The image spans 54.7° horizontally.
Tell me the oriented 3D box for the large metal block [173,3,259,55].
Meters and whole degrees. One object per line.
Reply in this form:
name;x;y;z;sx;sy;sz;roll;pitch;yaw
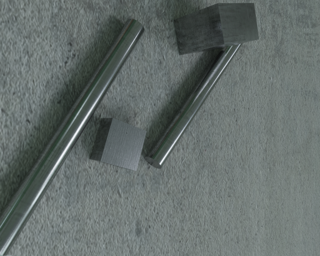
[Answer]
large metal block;0.079;-0.139;0.438;0.081;0.080;0.050;-19;103;-39

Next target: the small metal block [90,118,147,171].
small metal block;-0.048;0.020;0.366;0.050;0.025;0.050;23;76;-38

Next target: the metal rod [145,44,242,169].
metal rod;0.069;-0.065;0.465;0.025;0.025;0.301;51;60;-29

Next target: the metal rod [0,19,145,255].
metal rod;-0.094;0.000;0.327;0.025;0.025;0.300;41;65;-33
